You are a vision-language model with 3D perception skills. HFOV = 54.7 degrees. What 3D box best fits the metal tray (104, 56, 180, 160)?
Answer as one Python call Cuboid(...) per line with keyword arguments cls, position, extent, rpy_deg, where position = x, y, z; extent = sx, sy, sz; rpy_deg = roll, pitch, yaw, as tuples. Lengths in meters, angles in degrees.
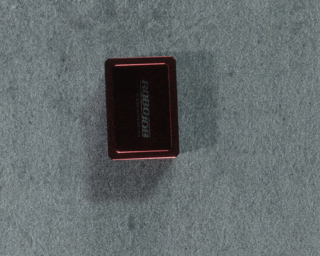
Cuboid(cls="metal tray", position=(-0.023, -0.025, 0.407), extent=(0.091, 0.030, 0.129), rpy_deg=(-2, 90, -1))
